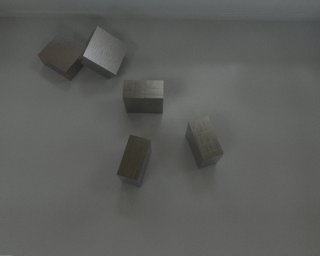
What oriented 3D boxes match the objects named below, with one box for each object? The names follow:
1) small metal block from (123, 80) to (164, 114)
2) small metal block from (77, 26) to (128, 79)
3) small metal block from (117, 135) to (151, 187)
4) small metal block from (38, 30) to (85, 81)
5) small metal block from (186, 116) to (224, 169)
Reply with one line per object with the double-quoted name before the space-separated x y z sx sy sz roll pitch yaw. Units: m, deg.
"small metal block" -0.021 -0.040 0.411 0.050 0.050 0.025 1 70 0
"small metal block" -0.079 -0.105 0.435 0.050 0.025 0.050 28 69 -26
"small metal block" -0.030 0.042 0.381 0.025 0.050 0.050 15 71 5
"small metal block" -0.136 -0.104 0.447 0.050 0.025 0.050 32 73 11
"small metal block" 0.054 0.020 0.389 0.025 0.050 0.050 -18 71 -6
